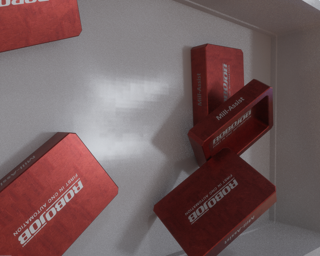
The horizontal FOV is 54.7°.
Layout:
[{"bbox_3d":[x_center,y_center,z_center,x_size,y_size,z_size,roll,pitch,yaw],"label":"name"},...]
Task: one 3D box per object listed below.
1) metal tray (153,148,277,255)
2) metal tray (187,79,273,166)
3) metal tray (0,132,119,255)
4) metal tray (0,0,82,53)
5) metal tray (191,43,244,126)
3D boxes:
[{"bbox_3d":[0.068,0.095,0.391,0.130,0.090,0.030,-38,139,-10],"label":"metal tray"},{"bbox_3d":[0.106,0.002,0.444,0.130,0.030,0.090,-38,139,-13],"label":"metal tray"},{"bbox_3d":[-0.114,0.077,0.308,0.131,0.030,0.090,-47,118,-30],"label":"metal tray"},{"bbox_3d":[-0.139,-0.116,0.269,0.131,0.030,0.089,-27,126,-37],"label":"metal tray"},{"bbox_3d":[0.092,-0.058,0.480,0.091,0.030,0.129,-4,93,-40],"label":"metal tray"}]
